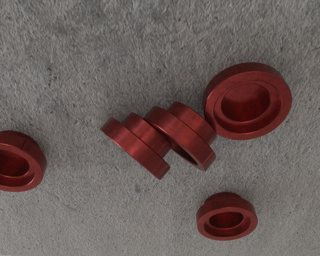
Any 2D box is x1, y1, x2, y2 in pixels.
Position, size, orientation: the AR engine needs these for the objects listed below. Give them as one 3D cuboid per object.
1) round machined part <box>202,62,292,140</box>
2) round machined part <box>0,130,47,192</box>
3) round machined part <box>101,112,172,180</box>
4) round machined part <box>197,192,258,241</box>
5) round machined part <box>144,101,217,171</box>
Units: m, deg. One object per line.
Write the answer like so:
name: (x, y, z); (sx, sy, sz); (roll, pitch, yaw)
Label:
round machined part: (0.099, -0.035, 0.367); (0.099, 0.042, 0.097); (0, 130, 0)
round machined part: (-0.207, 0.042, 0.430); (0.099, 0.042, 0.097); (0, 130, 0)
round machined part: (-0.023, 0.018, 0.387); (0.042, 0.098, 0.098); (-49, 122, -7)
round machined part: (0.110, 0.145, 0.520); (0.099, 0.042, 0.097); (0, 130, 0)
round machined part: (0.030, 0.005, 0.377); (0.042, 0.098, 0.098); (-50, 122, -8)
